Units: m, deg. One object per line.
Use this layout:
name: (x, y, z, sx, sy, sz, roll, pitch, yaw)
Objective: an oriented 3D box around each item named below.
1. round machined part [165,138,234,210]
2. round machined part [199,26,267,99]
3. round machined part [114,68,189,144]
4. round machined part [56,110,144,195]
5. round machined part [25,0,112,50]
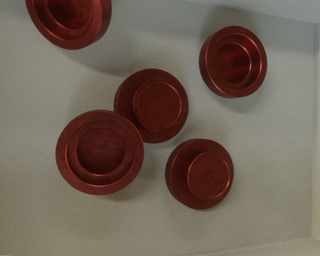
round machined part: (0.060, 0.064, 0.425, 0.099, 0.042, 0.097, 0, 90, -21)
round machined part: (0.098, -0.090, 0.439, 0.099, 0.042, 0.097, 0, 90, -21)
round machined part: (-0.007, -0.028, 0.400, 0.099, 0.042, 0.097, 0, 90, -21)
round machined part: (-0.070, 0.027, 0.370, 0.099, 0.042, 0.097, -2, 98, -11)
round machined part: (-0.097, -0.141, 0.347, 0.098, 0.098, 0.042, 55, 34, -12)
